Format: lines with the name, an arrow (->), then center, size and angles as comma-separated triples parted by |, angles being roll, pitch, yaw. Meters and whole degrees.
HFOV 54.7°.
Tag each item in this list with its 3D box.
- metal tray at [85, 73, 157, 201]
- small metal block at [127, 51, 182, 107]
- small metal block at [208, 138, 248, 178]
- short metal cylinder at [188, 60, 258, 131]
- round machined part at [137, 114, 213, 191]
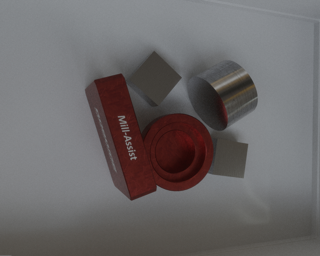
metal tray -> -0.048, 0.009, 0.357 | 0.030, 0.090, 0.129 | -18, 96, -19
small metal block -> -0.009, -0.063, 0.406 | 0.050, 0.025, 0.050 | 42, 77, -14
small metal block -> 0.095, 0.043, 0.445 | 0.050, 0.025, 0.050 | 10, 86, -19
short metal cylinder -> 0.081, -0.043, 0.411 | 0.050, 0.080, 0.080 | -31, 101, -18
round machined part -> 0.017, 0.030, 0.406 | 0.099, 0.042, 0.097 | 0, 90, -21
